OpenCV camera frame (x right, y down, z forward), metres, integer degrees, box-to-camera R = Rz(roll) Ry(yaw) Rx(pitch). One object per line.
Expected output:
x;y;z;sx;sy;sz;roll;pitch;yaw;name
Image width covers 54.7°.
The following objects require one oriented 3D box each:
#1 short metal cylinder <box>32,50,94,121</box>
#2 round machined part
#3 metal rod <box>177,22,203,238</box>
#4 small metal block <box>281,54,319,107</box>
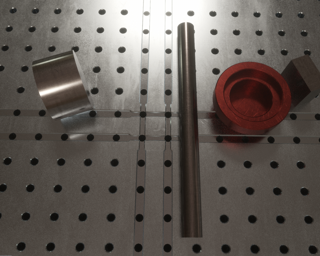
-0.123;-0.055;0.401;0.050;0.080;0.080;-18;71;-7;short metal cylinder
0.120;-0.036;0.418;0.099;0.042;0.098;0;70;-1;round machined part
0.038;-0.011;0.416;0.025;0.025;0.299;0;70;0;metal rod
0.194;-0.064;0.424;0.025;0.050;0.050;-20;72;-7;small metal block
